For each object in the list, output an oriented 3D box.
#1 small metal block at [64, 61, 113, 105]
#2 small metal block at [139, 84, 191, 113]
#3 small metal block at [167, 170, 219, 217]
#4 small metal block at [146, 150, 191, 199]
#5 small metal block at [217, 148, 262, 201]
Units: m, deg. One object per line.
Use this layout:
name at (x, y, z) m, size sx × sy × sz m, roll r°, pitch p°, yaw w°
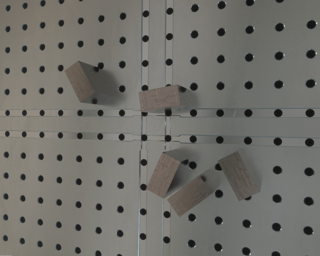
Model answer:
small metal block at (-0.098, -0.062, 0.433) m, size 0.025 × 0.050 × 0.050 m, roll -31°, pitch 80°, yaw 17°
small metal block at (0.007, -0.036, 0.396) m, size 0.050 × 0.050 × 0.025 m, roll -9°, pitch 87°, yaw 19°
small metal block at (0.042, 0.080, 0.384) m, size 0.050 × 0.050 × 0.025 m, roll -40°, pitch 78°, yaw 15°
small metal block at (0.012, 0.057, 0.394) m, size 0.025 × 0.050 × 0.050 m, roll 26°, pitch 99°, yaw 18°
small metal block at (0.095, 0.053, 0.366) m, size 0.025 × 0.050 × 0.050 m, roll -30°, pitch 81°, yaw 17°
